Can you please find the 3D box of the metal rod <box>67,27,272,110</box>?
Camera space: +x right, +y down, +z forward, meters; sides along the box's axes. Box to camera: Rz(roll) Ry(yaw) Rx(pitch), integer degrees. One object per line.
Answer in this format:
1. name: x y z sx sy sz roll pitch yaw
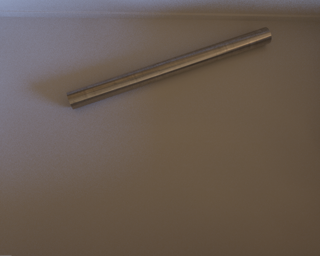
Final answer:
1. metal rod: 0.018 -0.087 0.441 0.302 0.025 0.025 -20 72 -8
